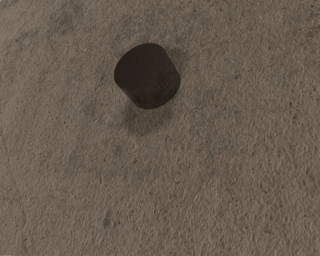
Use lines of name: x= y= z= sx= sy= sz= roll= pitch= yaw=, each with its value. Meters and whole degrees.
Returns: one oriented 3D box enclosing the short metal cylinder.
short metal cylinder: x=-0.018 y=-0.073 z=0.441 sx=0.080 sy=0.050 sz=0.080 roll=-13 pitch=56 yaw=20
